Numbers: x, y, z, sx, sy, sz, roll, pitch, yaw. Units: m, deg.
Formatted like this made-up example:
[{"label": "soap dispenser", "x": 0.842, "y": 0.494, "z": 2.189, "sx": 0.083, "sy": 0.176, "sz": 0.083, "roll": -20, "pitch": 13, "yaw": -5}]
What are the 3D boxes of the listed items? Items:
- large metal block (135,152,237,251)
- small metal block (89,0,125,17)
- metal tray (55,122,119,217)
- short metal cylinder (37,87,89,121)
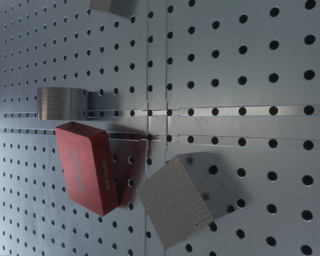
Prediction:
[{"label": "large metal block", "x": 0.029, "y": 0.085, "z": 0.369, "sx": 0.080, "sy": 0.050, "sz": 0.080, "roll": -44, "pitch": 64, "yaw": 31}, {"label": "small metal block", "x": -0.079, "y": -0.203, "z": 0.475, "sx": 0.050, "sy": 0.025, "sz": 0.050, "roll": 25, "pitch": 106, "yaw": 37}, {"label": "metal tray", "x": -0.112, "y": 0.061, "z": 0.473, "sx": 0.090, "sy": 0.030, "sz": 0.129, "roll": 13, "pitch": 117, "yaw": 39}, {"label": "short metal cylinder", "x": -0.157, "y": -0.037, "z": 0.504, "sx": 0.080, "sy": 0.081, "sz": 0.050, "roll": 2, "pitch": 91, "yaw": 40}]
